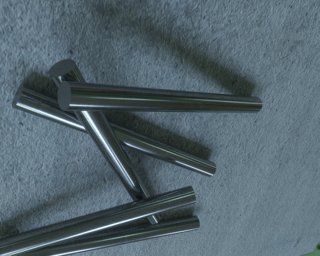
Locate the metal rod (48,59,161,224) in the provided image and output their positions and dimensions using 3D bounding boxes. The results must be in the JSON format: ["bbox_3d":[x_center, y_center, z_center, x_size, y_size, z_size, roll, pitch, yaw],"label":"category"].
[{"bbox_3d":[-0.048,0.043,0.381,0.025,0.025,0.299,-31,137,-9],"label":"metal rod"}]

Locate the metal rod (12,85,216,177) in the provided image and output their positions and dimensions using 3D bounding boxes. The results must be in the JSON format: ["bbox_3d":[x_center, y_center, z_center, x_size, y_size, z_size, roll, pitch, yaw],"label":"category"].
[{"bbox_3d":[-0.032,0.017,0.399,0.302,0.025,0.025,24,106,-37],"label":"metal rod"}]

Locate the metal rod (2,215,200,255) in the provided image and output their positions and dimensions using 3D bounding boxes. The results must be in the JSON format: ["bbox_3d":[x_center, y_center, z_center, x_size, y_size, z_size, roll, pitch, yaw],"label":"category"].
[{"bbox_3d":[-0.070,0.166,0.471,0.303,0.025,0.025,0,119,-28],"label":"metal rod"}]

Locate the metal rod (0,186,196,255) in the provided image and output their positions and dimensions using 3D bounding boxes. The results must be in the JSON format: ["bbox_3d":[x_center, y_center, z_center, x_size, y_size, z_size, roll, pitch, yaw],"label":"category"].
[{"bbox_3d":[-0.099,0.126,0.401,0.302,0.025,0.025,-13,125,-10],"label":"metal rod"}]

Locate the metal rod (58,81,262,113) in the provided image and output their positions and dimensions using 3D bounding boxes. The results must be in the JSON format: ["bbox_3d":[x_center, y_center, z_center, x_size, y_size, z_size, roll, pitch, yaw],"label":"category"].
[{"bbox_3d":[0.031,-0.031,0.361,0.302,0.025,0.025,-2,120,-43],"label":"metal rod"}]
